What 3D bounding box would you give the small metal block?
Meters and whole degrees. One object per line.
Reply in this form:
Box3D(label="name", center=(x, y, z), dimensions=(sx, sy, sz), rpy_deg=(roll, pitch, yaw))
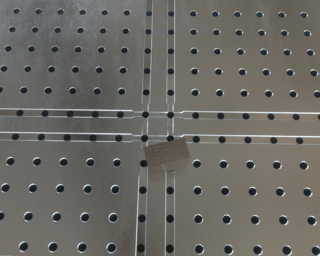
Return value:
Box3D(label="small metal block", center=(0.008, 0.037, 0.385), dimensions=(0.050, 0.050, 0.025), rpy_deg=(-13, 71, -5))
